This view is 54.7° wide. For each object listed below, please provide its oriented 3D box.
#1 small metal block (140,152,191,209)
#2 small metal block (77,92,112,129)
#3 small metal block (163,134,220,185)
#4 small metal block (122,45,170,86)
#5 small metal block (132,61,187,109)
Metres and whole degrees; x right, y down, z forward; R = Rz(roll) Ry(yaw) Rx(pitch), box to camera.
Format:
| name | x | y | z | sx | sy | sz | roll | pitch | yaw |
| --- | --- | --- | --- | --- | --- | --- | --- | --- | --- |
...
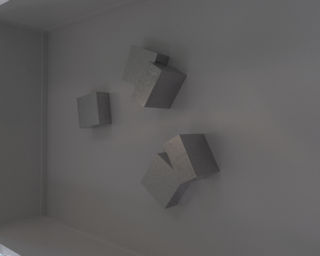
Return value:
| name | x | y | z | sx | sy | sz | roll | pitch | yaw |
| --- | --- | --- | --- | --- | --- | --- | --- | --- | --- |
| small metal block | 0.009 | 0.067 | 0.400 | 0.050 | 0.025 | 0.050 | 43 | 116 | 31 |
| small metal block | -0.105 | -0.027 | 0.494 | 0.050 | 0.025 | 0.050 | -11 | 83 | 39 |
| small metal block | 0.037 | 0.035 | 0.360 | 0.025 | 0.050 | 0.050 | -34 | 69 | 35 |
| small metal block | -0.020 | -0.082 | 0.424 | 0.050 | 0.025 | 0.050 | 28 | 108 | 36 |
| small metal block | 0.000 | -0.053 | 0.391 | 0.025 | 0.050 | 0.050 | 41 | 115 | 32 |
